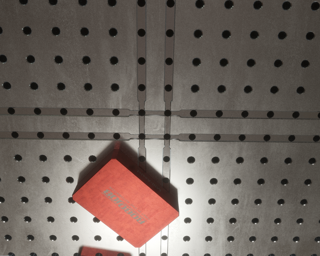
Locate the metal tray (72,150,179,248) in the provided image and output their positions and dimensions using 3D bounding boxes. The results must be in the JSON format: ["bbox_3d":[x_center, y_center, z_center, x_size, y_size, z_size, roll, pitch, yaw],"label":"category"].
[{"bbox_3d":[-0.047,0.104,0.449,0.090,0.030,0.130,-43,105,14],"label":"metal tray"}]
